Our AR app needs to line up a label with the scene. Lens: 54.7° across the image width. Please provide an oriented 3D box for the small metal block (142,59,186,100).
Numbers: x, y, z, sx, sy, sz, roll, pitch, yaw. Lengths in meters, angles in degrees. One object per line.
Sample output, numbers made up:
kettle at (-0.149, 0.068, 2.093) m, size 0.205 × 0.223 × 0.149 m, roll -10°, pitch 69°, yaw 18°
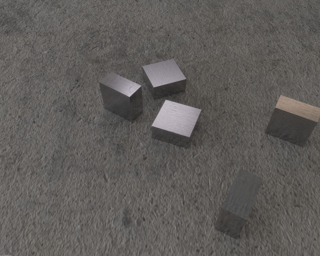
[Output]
small metal block at (0.006, -0.074, 0.465) m, size 0.050 × 0.025 × 0.050 m, roll -16°, pitch 52°, yaw -14°

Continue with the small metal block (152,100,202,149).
small metal block at (0.022, -0.006, 0.408) m, size 0.050 × 0.025 × 0.050 m, roll 17°, pitch 52°, yaw 13°

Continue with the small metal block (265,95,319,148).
small metal block at (0.168, -0.008, 0.395) m, size 0.050 × 0.050 × 0.025 m, roll 23°, pitch 54°, yaw 18°

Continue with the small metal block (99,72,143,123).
small metal block at (-0.052, -0.041, 0.421) m, size 0.050 × 0.050 × 0.025 m, roll 27°, pitch 55°, yaw 21°

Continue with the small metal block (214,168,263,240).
small metal block at (0.081, 0.079, 0.321) m, size 0.025 × 0.050 × 0.050 m, roll 23°, pitch 54°, yaw 18°
